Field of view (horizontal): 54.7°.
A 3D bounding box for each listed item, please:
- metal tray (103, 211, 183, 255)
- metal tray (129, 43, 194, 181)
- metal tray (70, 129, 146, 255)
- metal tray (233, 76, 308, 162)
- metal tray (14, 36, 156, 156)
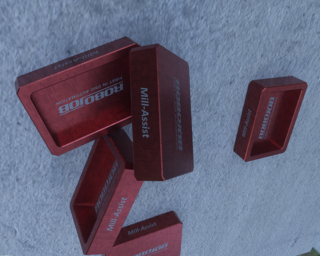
[{"bbox_3d":[-0.029,0.197,0.512,0.131,0.030,0.089,-13,124,-22],"label":"metal tray"},{"bbox_3d":[0.005,-0.014,0.331,0.090,0.030,0.129,4,83,-65],"label":"metal tray"},{"bbox_3d":[-0.067,0.074,0.374,0.030,0.090,0.129,12,112,-34],"label":"metal tray"},{"bbox_3d":[0.173,-0.014,0.492,0.091,0.030,0.129,-9,123,-24],"label":"metal tray"},{"bbox_3d":[-0.075,-0.035,0.341,0.131,0.030,0.090,-25,128,-13],"label":"metal tray"}]
